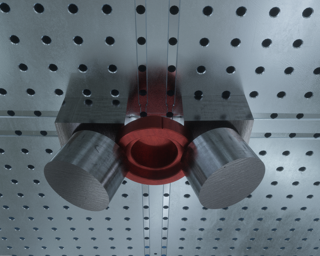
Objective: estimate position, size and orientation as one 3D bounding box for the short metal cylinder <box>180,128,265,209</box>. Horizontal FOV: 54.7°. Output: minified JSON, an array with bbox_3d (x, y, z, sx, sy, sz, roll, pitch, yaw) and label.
[{"bbox_3d":[0.070,0.046,0.352,0.081,0.050,0.079,-13,132,-15],"label":"short metal cylinder"}]

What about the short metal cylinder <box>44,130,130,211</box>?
[{"bbox_3d":[-0.082,0.049,0.353,0.080,0.050,0.079,14,133,16],"label":"short metal cylinder"}]

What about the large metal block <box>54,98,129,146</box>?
[{"bbox_3d":[-0.082,0.008,0.401,0.081,0.050,0.079,0,130,-1],"label":"large metal block"}]

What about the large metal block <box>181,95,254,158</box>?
[{"bbox_3d":[0.068,0.005,0.400,0.080,0.050,0.079,-1,130,0],"label":"large metal block"}]

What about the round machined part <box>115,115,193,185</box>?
[{"bbox_3d":[-0.007,0.023,0.381,0.099,0.042,0.097,0,130,0],"label":"round machined part"}]
